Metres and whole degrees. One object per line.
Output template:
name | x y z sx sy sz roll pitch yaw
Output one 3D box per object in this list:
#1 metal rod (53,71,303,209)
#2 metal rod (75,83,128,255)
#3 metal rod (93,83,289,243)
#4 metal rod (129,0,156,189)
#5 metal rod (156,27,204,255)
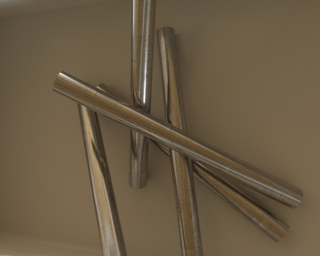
metal rod | 0.022 0.015 0.351 0.301 0.025 0.025 26 99 -2
metal rod | -0.072 0.061 0.372 0.025 0.025 0.299 -30 56 17
metal rod | 0.028 0.035 0.400 0.300 0.025 0.025 38 102 16
metal rod | -0.021 -0.056 0.354 0.025 0.025 0.298 14 120 19
metal rod | 0.023 0.018 0.377 0.025 0.025 0.299 -11 77 19
